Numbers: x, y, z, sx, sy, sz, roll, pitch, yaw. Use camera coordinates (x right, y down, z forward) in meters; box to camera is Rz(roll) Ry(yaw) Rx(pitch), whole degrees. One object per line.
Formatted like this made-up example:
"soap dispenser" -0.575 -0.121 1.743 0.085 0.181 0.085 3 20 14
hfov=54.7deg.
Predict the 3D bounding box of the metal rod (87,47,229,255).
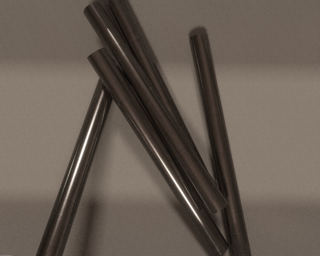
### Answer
"metal rod" 0.002 0.036 0.392 0.025 0.025 0.299 -32 98 0

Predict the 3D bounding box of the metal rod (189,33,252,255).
"metal rod" 0.080 0.025 0.412 0.025 0.025 0.298 -11 90 0

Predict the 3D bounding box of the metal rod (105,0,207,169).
"metal rod" 0.002 -0.041 0.411 0.025 0.025 0.299 -26 90 0

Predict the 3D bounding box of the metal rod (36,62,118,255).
"metal rod" -0.093 0.050 0.350 0.025 0.025 0.299 14 65 0

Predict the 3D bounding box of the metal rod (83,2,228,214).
"metal rod" -0.007 -0.028 0.389 0.025 0.025 0.299 -32 86 0
